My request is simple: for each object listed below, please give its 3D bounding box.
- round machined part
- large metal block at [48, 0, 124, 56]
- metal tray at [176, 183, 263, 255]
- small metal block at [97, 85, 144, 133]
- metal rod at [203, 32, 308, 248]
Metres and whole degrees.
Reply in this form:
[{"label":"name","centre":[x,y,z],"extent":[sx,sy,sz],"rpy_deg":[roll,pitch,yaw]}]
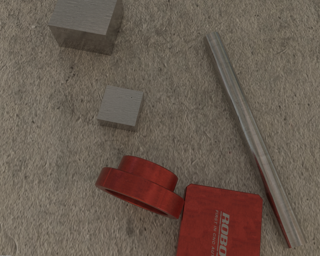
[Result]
[{"label":"round machined part","centre":[-0.018,0.063,0.346],"extent":[0.098,0.098,0.042],"rpy_deg":[20,71,7]},{"label":"large metal block","centre":[-0.104,-0.160,0.453],"extent":[0.080,0.050,0.080],"rpy_deg":[11,70,4]},{"label":"metal tray","centre":[0.065,0.137,0.356],"extent":[0.090,0.030,0.130],"rpy_deg":[9,70,3]},{"label":"small metal block","centre":[-0.052,-0.026,0.417],"extent":[0.050,0.025,0.050],"rpy_deg":[11,70,4]},{"label":"metal rod","centre":[0.117,0.001,0.408],"extent":[0.025,0.025,0.299],"rpy_deg":[-15,71,-6]}]
